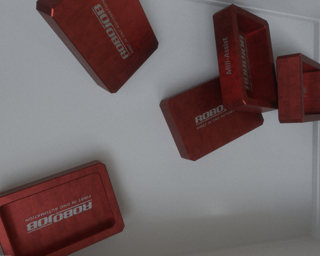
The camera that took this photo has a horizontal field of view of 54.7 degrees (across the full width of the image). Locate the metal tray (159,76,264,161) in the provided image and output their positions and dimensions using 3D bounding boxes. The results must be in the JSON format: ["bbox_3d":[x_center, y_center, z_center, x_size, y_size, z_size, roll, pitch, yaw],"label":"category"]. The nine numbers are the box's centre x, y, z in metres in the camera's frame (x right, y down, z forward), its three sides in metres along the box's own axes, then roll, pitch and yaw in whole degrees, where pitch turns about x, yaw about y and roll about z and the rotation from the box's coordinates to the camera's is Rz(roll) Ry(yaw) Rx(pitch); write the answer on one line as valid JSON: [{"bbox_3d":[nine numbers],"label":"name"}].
[{"bbox_3d":[0.075,-0.021,0.437,0.131,0.030,0.090,-26,99,-19],"label":"metal tray"}]

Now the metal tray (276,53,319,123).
[{"bbox_3d":[0.207,-0.054,0.452,0.131,0.030,0.089,-4,92,-52],"label":"metal tray"}]

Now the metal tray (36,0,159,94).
[{"bbox_3d":[-0.060,-0.111,0.344,0.090,0.030,0.130,-50,146,-12],"label":"metal tray"}]

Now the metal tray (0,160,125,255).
[{"bbox_3d":[-0.118,0.101,0.364,0.131,0.030,0.089,-18,97,-20],"label":"metal tray"}]

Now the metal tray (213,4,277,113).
[{"bbox_3d":[0.117,-0.088,0.414,0.091,0.030,0.129,2,79,-42],"label":"metal tray"}]
